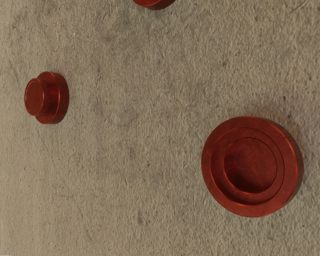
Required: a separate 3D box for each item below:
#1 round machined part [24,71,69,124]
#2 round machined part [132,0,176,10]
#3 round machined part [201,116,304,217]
[{"bbox_3d":[-0.214,-0.056,0.571,0.098,0.042,0.097,0,90,40],"label":"round machined part"},{"bbox_3d":[-0.011,-0.209,0.403,0.098,0.042,0.097,0,90,40],"label":"round machined part"},{"bbox_3d":[0.095,0.037,0.315,0.098,0.042,0.097,0,90,40],"label":"round machined part"}]
